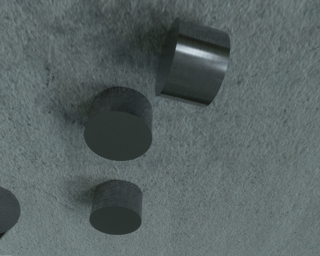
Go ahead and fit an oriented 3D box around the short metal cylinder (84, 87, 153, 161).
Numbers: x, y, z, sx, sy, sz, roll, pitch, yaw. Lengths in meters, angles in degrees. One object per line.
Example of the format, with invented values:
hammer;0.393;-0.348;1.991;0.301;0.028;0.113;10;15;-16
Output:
short metal cylinder;-0.050;-0.004;0.386;0.081;0.050;0.079;0;130;0

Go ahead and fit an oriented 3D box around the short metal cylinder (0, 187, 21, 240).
short metal cylinder;-0.270;0.138;0.485;0.080;0.080;0.050;32;123;-24

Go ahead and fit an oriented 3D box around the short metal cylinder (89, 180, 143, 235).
short metal cylinder;-0.069;0.129;0.500;0.081;0.050;0.079;0;130;0

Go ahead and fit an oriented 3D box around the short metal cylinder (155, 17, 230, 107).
short metal cylinder;0.030;-0.065;0.316;0.050;0.080;0.079;13;129;-11
